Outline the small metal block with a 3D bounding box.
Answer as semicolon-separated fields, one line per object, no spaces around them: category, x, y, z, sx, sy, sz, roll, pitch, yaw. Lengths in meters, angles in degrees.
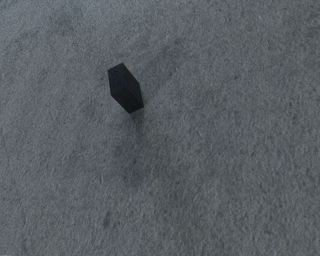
small metal block;-0.049;-0.057;0.447;0.025;0.050;0.050;-24;53;14
